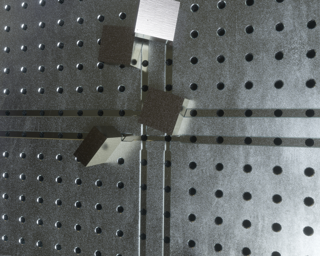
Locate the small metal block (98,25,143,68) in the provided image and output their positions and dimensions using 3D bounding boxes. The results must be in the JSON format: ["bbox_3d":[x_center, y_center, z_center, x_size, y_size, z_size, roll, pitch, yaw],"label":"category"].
[{"bbox_3d":[-0.055,-0.113,0.431,0.050,0.025,0.050,10,93,19],"label":"small metal block"}]

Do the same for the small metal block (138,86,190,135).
[{"bbox_3d":[0.005,-0.022,0.410,0.050,0.025,0.050,21,97,18],"label":"small metal block"}]

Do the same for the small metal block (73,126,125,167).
[{"bbox_3d":[-0.083,0.024,0.427,0.025,0.050,0.050,41,103,15],"label":"small metal block"}]

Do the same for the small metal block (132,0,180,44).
[{"bbox_3d":[-0.006,-0.141,0.402,0.050,0.025,0.050,9,94,-14],"label":"small metal block"}]
